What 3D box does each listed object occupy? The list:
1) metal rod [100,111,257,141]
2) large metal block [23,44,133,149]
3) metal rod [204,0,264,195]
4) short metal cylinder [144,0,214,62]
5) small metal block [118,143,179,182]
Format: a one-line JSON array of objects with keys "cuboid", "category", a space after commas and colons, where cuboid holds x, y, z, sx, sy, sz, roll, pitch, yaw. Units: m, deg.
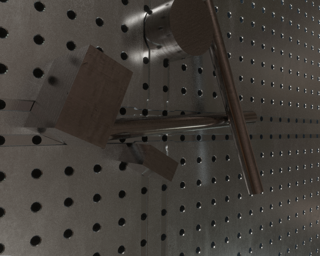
[{"cuboid": [0.045, -0.008, 0.449, 0.302, 0.025, 0.025, -5, 94, -40], "category": "metal rod"}, {"cuboid": [-0.082, -0.027, 0.306, 0.050, 0.080, 0.080, 29, 72, -37], "category": "large metal block"}, {"cuboid": [0.108, -0.045, 0.474, 0.025, 0.025, 0.298, -17, 93, -39], "category": "metal rod"}, {"cuboid": [0.026, -0.133, 0.417, 0.081, 0.050, 0.079, 0, 90, -40], "category": "short metal cylinder"}, {"cuboid": [-0.014, 0.042, 0.383, 0.050, 0.050, 0.025, 36, 68, -35], "category": "small metal block"}]
